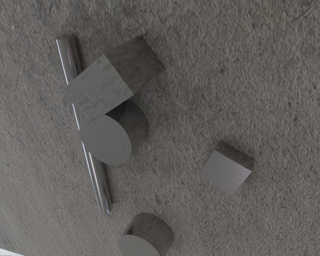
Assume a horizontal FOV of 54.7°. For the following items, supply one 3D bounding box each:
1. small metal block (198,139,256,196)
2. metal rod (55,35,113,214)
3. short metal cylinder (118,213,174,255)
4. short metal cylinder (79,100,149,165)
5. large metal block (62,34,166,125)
[{"bbox_3d":[0.084,0.051,0.394,0.050,0.025,0.050,31,128,8],"label":"small metal block"},{"bbox_3d":[-0.109,0.012,0.471,0.025,0.025,0.298,8,122,24],"label":"metal rod"},{"bbox_3d":[-0.024,0.191,0.521,0.080,0.050,0.079,13,124,21],"label":"short metal cylinder"},{"bbox_3d":[-0.062,0.004,0.426,0.080,0.050,0.079,13,124,21],"label":"short metal cylinder"},{"bbox_3d":[-0.052,-0.058,0.363,0.080,0.080,0.050,-28,103,37],"label":"large metal block"}]
